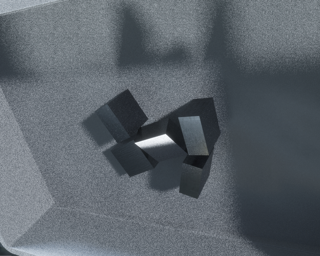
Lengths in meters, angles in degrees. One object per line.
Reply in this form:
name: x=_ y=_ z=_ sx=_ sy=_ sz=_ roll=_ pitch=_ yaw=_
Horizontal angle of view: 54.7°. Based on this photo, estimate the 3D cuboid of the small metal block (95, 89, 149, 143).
small metal block: x=-0.049 y=-0.016 z=0.408 sx=0.025 sy=0.050 sz=0.050 roll=-24 pitch=105 yaw=37

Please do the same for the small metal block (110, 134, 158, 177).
small metal block: x=-0.035 y=0.039 z=0.451 sx=0.050 sy=0.025 sz=0.050 roll=-25 pitch=105 yaw=37

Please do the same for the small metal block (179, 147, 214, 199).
small metal block: x=0.048 y=0.054 z=0.401 sx=0.025 sy=0.050 sz=0.050 roll=16 pitch=125 yaw=19

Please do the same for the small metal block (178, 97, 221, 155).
small metal block: x=0.048 y=-0.002 z=0.366 sx=0.025 sy=0.050 sz=0.050 roll=-3 pitch=117 yaw=30

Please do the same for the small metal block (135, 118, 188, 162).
small metal block: x=0.004 y=0.017 z=0.404 sx=0.050 sy=0.025 sz=0.050 roll=-17 pitch=136 yaw=35
